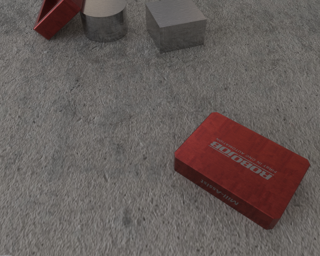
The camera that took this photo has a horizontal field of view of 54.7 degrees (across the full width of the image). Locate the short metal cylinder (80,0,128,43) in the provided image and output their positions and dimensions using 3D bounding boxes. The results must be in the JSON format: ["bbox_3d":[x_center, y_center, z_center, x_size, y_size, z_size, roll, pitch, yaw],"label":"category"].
[{"bbox_3d":[-0.099,-0.196,0.551,0.081,0.050,0.080,0,50,0],"label":"short metal cylinder"}]

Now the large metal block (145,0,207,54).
[{"bbox_3d":[0.025,-0.181,0.539,0.081,0.050,0.080,-14,52,-12],"label":"large metal block"}]

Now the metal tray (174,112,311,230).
[{"bbox_3d":[0.093,0.044,0.364,0.130,0.030,0.090,31,56,23],"label":"metal tray"}]

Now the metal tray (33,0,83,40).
[{"bbox_3d":[-0.177,-0.228,0.557,0.090,0.030,0.130,-30,44,27],"label":"metal tray"}]
